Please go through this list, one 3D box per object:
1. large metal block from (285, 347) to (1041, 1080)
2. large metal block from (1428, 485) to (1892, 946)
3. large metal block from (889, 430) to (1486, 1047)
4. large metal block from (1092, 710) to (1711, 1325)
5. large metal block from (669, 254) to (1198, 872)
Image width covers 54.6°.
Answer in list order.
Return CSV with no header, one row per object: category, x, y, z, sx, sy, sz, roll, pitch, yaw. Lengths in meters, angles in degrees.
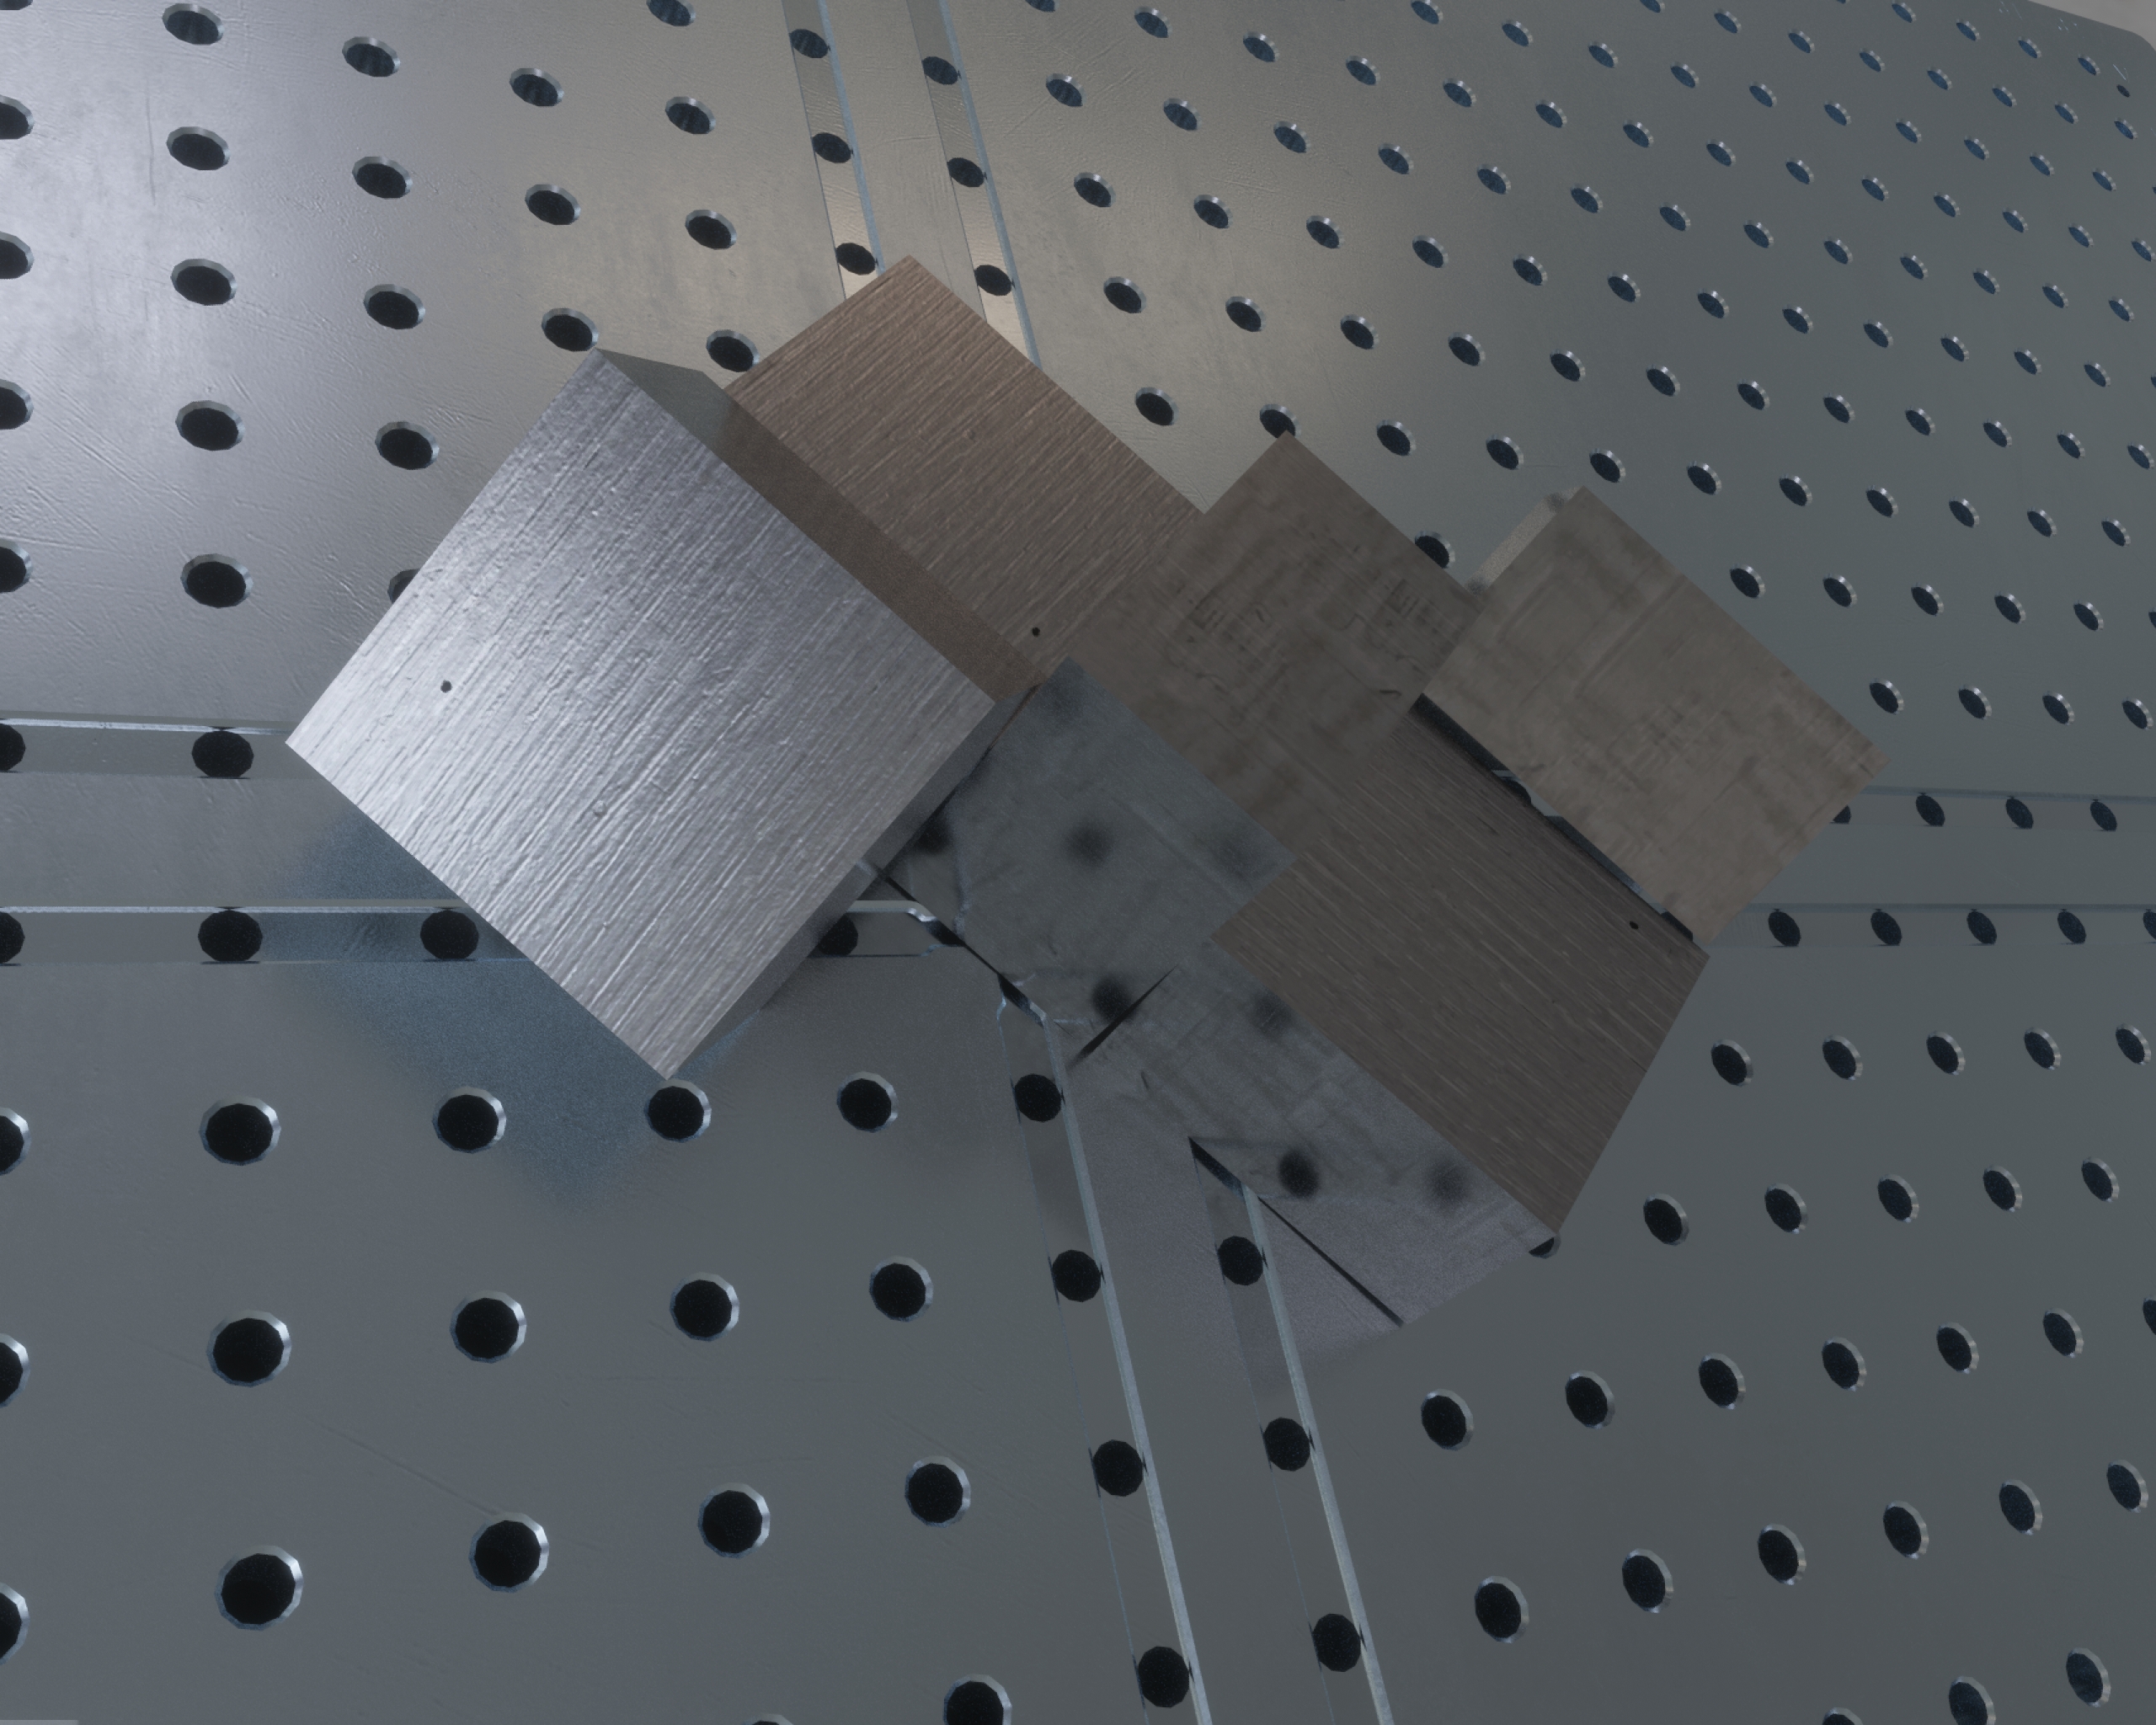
large metal block,-0.065,-0.025,0.344,0.080,0.080,0.050,42,12,0
large metal block,0.116,-0.034,0.448,0.080,0.050,0.080,42,11,0
large metal block,0.020,-0.023,0.396,0.050,0.080,0.080,42,51,-2
large metal block,0.064,0.028,0.409,0.080,0.050,0.080,41,51,1
large metal block,-0.035,-0.059,0.409,0.080,0.050,0.080,42,52,-1
